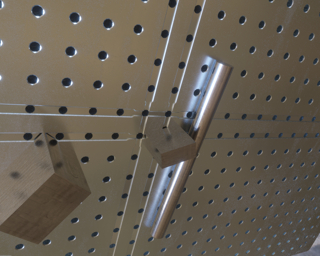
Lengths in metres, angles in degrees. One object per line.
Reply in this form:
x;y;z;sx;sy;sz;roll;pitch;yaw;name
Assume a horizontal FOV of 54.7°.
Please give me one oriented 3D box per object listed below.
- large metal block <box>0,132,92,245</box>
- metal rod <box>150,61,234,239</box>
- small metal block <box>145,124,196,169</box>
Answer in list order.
-0.132;0.064;0.344;0.080;0.080;0.050;-44;130;2;large metal block
0.040;0.046;0.463;0.025;0.025;0.298;5;116;-31;metal rod
0.014;0.024;0.419;0.050;0.050;0.025;-16;125;-20;small metal block
